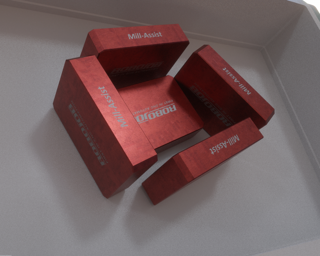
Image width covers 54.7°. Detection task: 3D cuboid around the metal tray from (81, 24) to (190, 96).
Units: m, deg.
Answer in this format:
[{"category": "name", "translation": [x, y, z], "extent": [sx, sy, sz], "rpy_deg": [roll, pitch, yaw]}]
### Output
[{"category": "metal tray", "translation": [-0.036, -0.087, 0.396], "extent": [0.131, 0.090, 0.030], "rpy_deg": [-17, 71, -35]}]

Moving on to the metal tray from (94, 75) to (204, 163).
[{"category": "metal tray", "translation": [-0.016, -0.013, 0.400], "extent": [0.131, 0.030, 0.090], "rpy_deg": [-22, 74, -36]}]

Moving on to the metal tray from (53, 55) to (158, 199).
[{"category": "metal tray", "translation": [-0.064, 0.001, 0.327], "extent": [0.030, 0.090, 0.130], "rpy_deg": [-23, 75, -37]}]

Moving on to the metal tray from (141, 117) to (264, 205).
[{"category": "metal tray", "translation": [0.051, 0.038, 0.367], "extent": [0.131, 0.090, 0.030], "rpy_deg": [-23, 74, -36]}]

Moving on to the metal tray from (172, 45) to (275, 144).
[{"category": "metal tray", "translation": [0.080, -0.039, 0.431], "extent": [0.130, 0.090, 0.030], "rpy_deg": [45, 52, 3]}]
